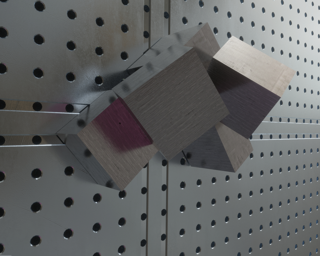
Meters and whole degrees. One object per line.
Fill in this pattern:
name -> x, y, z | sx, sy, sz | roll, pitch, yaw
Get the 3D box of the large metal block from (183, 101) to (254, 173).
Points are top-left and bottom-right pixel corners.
large metal block -> 0.071, 0.011, 0.434 | 0.050, 0.080, 0.080 | -41, 116, -32

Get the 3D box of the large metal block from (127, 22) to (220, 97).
large metal block -> 0.020, -0.081, 0.390 | 0.080, 0.080, 0.050 | -49, 120, -29

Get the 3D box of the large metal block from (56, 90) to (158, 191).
large metal block -> -0.052, 0.011, 0.350 | 0.080, 0.050, 0.080 | -47, 118, -30

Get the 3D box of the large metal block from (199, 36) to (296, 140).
large metal block -> 0.094, -0.046, 0.362 | 0.080, 0.080, 0.050 | 34, 55, 11

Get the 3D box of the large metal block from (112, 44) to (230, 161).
large metal block -> 0.011, -0.028, 0.318 | 0.080, 0.050, 0.080 | -37, 116, -6
